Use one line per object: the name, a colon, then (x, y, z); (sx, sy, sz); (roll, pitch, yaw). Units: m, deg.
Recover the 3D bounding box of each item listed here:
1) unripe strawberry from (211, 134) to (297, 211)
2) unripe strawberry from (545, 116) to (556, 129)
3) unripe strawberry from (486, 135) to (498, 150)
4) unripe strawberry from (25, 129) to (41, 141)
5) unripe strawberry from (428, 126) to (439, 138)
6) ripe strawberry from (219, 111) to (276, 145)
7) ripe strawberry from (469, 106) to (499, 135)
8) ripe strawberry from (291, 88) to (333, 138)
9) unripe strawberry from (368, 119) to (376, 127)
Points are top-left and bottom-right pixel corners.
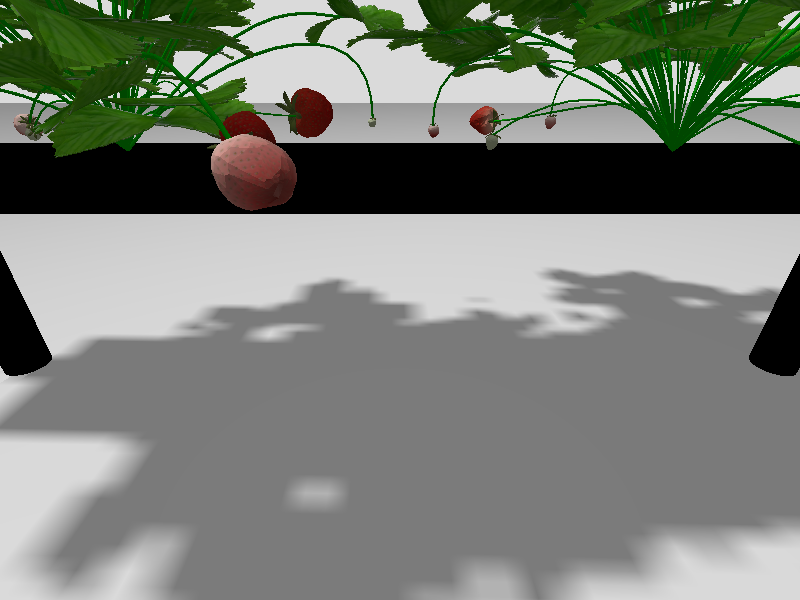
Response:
unripe strawberry: (-0.055, -0.048, 0.156); (0.032, 0.027, 0.032); (-23, 48, -36)
unripe strawberry: (0.181, -0.214, 0.483); (0.013, 0.014, 0.015); (-7, 28, -12)
unripe strawberry: (0.077, -0.133, 0.338); (0.010, 0.012, 0.012); (13, 28, -2)
unripe strawberry: (-0.359, -0.161, 0.392); (0.012, 0.012, 0.011); (-23, 11, 37)
unripe strawberry: (0.034, -0.168, 0.400); (0.011, 0.011, 0.011); (11, 30, 21)
ripe strawberry: (-0.094, -0.101, 0.254); (0.035, 0.034, 0.032); (18, 33, 26)
ripe strawberry: (0.092, -0.198, 0.442); (0.029, 0.029, 0.032); (24, 36, 39)
ripe strawberry: (-0.089, -0.192, 0.413); (0.044, 0.046, 0.040); (-19, 33, -33)
unripe strawberry: (-0.034, -0.215, 0.487); (0.010, 0.010, 0.011); (-24, 36, -38)
